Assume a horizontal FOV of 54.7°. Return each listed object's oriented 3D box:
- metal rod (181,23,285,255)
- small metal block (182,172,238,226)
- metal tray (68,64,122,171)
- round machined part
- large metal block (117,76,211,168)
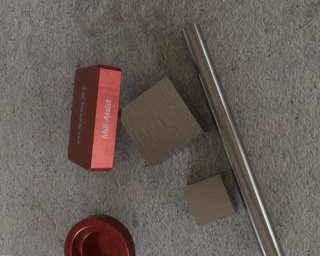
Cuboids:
[{"bbox_3d":[0.086,0.014,0.378,0.025,0.025,0.299,-21,83,19],"label":"metal rod"},{"bbox_3d":[0.063,0.088,0.387,0.050,0.025,0.050,-24,82,18],"label":"small metal block"},{"bbox_3d":[-0.089,-0.015,0.412,0.090,0.030,0.129,9,94,56],"label":"metal tray"},{"bbox_3d":[-0.078,0.167,0.427,0.098,0.042,0.097,0,90,20],"label":"round machined part"},{"bbox_3d":[0.006,-0.007,0.394,0.080,0.050,0.080,-35,79,16],"label":"large metal block"}]
